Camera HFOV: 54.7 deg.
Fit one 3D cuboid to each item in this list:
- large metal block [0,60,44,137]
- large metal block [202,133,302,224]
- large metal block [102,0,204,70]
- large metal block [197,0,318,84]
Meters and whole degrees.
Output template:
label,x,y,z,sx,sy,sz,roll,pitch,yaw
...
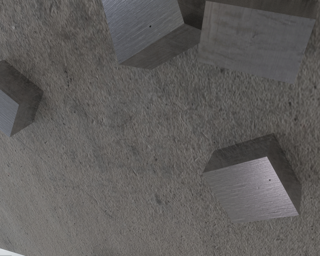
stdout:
label,x,y,z,sx,sy,sz,roll,pitch,yaw
large metal block,-0.242,-0.046,0.490,0.080,0.050,0.080,39,129,1
large metal block,0.111,0.062,0.370,0.080,0.050,0.080,-22,107,36
large metal block,-0.005,-0.113,0.303,0.080,0.050,0.080,-22,79,36
large metal block,0.087,-0.086,0.272,0.080,0.080,0.050,18,126,18
